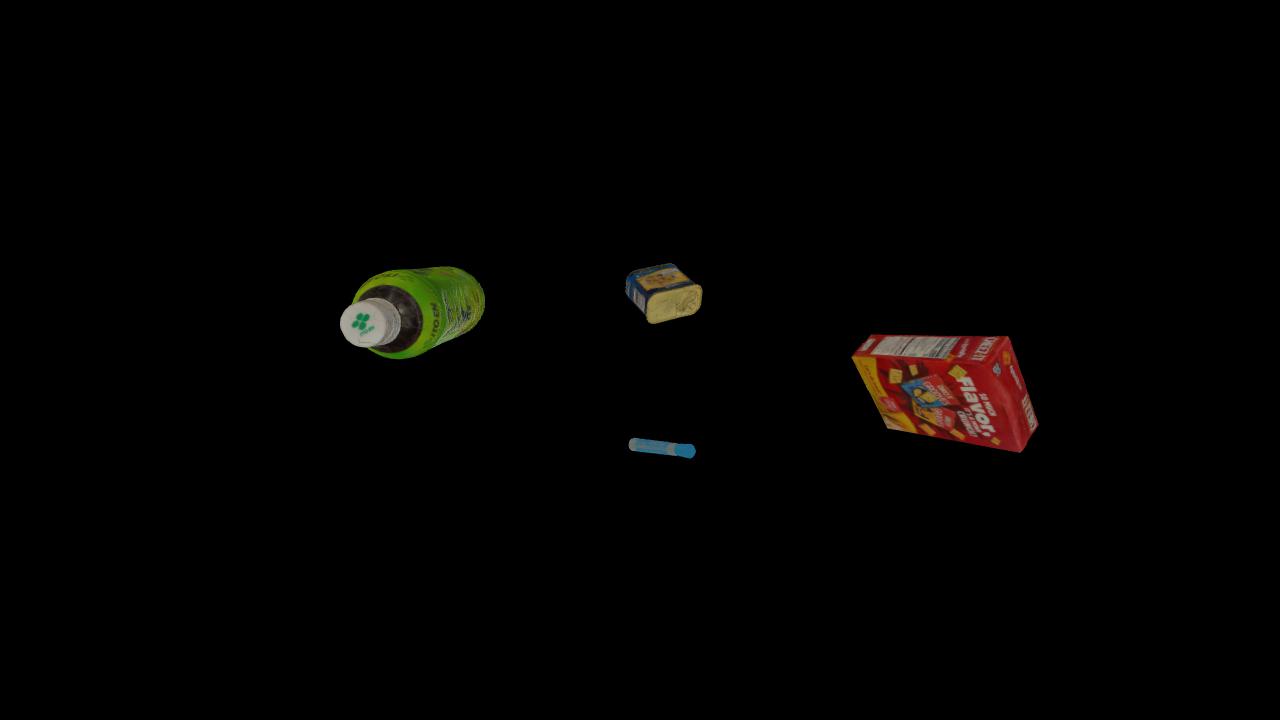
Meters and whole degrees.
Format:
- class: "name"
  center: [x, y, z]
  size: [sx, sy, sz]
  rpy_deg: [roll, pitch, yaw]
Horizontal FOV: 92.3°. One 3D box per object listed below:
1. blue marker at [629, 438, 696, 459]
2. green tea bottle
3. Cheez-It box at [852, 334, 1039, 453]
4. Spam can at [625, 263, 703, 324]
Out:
- class: "blue marker"
  center: [0.030, 0.119, 0.836]
  size: [0.020, 0.020, 0.121]
  rpy_deg: [0, -2, -41]
- class: "green tea bottle"
  center: [-0.184, -0.040, 0.506]
  size: [0.073, 0.073, 0.212]
  rpy_deg: [0, 12, -1]
- class: "Cheez-It box"
  center: [0.460, 0.043, 0.940]
  size: [0.071, 0.166, 0.223]
  rpy_deg: [-44, 24, -23]
- class: "Spam can"
  center: [0.037, -0.111, 1.001]
  size: [0.101, 0.058, 0.085]
  rpy_deg: [-15, 41, -23]
